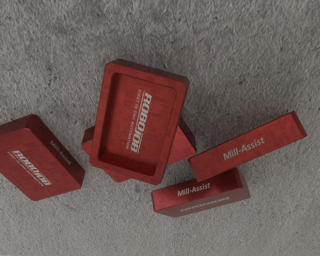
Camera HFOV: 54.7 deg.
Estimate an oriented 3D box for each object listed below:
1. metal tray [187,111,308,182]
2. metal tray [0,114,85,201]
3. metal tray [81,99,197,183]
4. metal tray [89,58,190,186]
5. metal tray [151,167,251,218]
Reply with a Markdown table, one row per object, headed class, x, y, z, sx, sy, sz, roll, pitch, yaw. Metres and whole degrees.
| class | x | y | z | sx | sy | sz | roll | pitch | yaw |
| --- | --- | --- | --- | --- | --- | --- | --- | --- | --- |
| metal tray | 0.107 | 0.022 | 0.383 | 0.130 | 0.090 | 0.030 | -27 | 81 | 18 |
| metal tray | -0.180 | 0.048 | 0.443 | 0.090 | 0.030 | 0.130 | -18 | 128 | 14 |
| metal tray | -0.027 | 0.019 | 0.420 | 0.130 | 0.030 | 0.090 | -23 | 127 | 18 |
| metal tray | -0.026 | -0.005 | 0.359 | 0.090 | 0.030 | 0.129 | 16 | 112 | 5 |
| metal tray | 0.064 | 0.101 | 0.467 | 0.130 | 0.030 | 0.090 | -19 | 153 | 15 |
